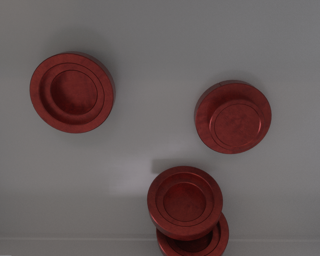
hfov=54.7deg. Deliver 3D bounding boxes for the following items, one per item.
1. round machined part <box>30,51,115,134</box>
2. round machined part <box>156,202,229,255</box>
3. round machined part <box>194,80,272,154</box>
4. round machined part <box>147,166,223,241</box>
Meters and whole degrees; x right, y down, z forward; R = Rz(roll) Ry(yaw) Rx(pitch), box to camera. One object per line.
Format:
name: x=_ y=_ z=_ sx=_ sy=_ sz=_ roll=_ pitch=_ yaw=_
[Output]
round machined part: x=-0.104 y=-0.046 z=0.384 sx=0.099 sy=0.042 sz=0.097 roll=0 pitch=110 yaw=0
round machined part: x=0.045 y=0.150 z=0.436 sx=0.099 sy=0.098 sz=0.042 roll=-2 pitch=141 yaw=0
round machined part: x=0.095 y=-0.010 z=0.399 sx=0.099 sy=0.042 sz=0.097 roll=0 pitch=110 yaw=0
round machined part: x=0.033 y=0.104 z=0.419 sx=0.099 sy=0.098 sz=0.042 roll=-2 pitch=142 yaw=1
